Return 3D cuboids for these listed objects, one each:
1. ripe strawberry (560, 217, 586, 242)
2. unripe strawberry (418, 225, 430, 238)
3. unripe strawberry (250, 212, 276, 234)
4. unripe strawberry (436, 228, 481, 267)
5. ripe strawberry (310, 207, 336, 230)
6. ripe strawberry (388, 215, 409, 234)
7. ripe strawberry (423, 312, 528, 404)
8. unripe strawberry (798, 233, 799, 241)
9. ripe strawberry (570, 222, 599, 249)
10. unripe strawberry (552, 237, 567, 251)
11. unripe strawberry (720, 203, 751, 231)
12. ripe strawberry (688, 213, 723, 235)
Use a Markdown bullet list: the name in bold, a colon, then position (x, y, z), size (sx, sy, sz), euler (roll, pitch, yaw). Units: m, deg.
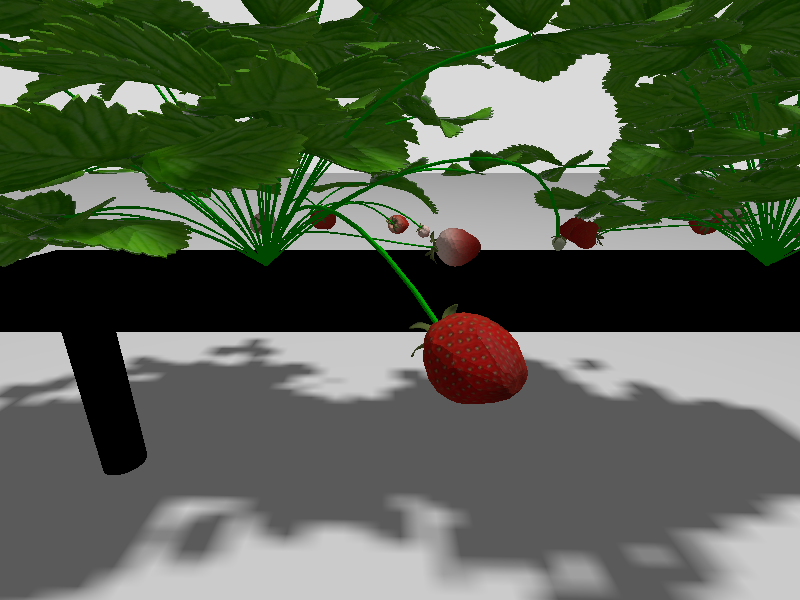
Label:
- **ripe strawberry**: position (0.197, -0.080, 0.457), size (0.028, 0.028, 0.031), euler (14, 24, 37)
- **unripe strawberry**: position (0.030, -0.083, 0.488), size (0.015, 0.016, 0.016), euler (20, -9, 44)
- **unripe strawberry**: position (-0.173, -0.097, 0.505), size (0.032, 0.027, 0.032), euler (-6, 20, -17)
- **unripe strawberry**: position (0.050, -0.047, 0.350), size (0.039, 0.033, 0.039), euler (1, 19, 1)
- **ripe strawberry**: position (-0.101, -0.108, 0.535), size (0.034, 0.030, 0.034), euler (2, -10, 5)
- **ripe strawberry**: position (-0.001, -0.096, 0.509), size (0.027, 0.024, 0.024), euler (14, 17, 34)
- **ripe strawberry**: position (0.029, 0.023, 0.152), size (0.039, 0.033, 0.039), euler (-13, 28, -33)
- **unripe strawberry**: position (0.465, -0.080, 0.450), size (0.032, 0.033, 0.029), euler (-13, 23, -35)
- **ripe strawberry**: position (0.196, -0.069, 0.425), size (0.027, 0.028, 0.025), euler (10, 21, 27)
- **unripe strawberry**: position (0.124, -0.043, 0.312), size (0.011, 0.011, 0.010), euler (3, 19, 9)
- **unripe strawberry**: position (0.443, -0.111, 0.531), size (0.033, 0.037, 0.036), euler (11, 22, 29)
- **ripe strawberry**: position (0.384, -0.099, 0.505), size (0.035, 0.032, 0.032), euler (6, 20, 18)
